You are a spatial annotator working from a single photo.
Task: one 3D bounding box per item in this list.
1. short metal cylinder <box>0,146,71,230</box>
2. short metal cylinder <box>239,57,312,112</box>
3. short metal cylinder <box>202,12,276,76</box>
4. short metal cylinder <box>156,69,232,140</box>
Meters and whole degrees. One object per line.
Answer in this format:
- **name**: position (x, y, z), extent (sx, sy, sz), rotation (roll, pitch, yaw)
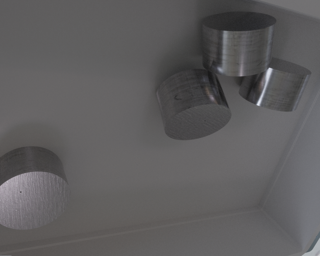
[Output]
- **short metal cylinder**: position (-0.148, 0.068, 0.354), extent (0.081, 0.050, 0.079), rotation (-14, 124, -21)
- **short metal cylinder**: position (0.153, -0.062, 0.418), extent (0.081, 0.080, 0.050), rotation (-3, 120, -27)
- **short metal cylinder**: position (0.090, -0.100, 0.360), extent (0.081, 0.080, 0.050), rotation (-18, 125, -18)
- **short metal cylinder**: position (0.040, -0.026, 0.376), extent (0.081, 0.050, 0.080), rotation (-10, 151, -5)
